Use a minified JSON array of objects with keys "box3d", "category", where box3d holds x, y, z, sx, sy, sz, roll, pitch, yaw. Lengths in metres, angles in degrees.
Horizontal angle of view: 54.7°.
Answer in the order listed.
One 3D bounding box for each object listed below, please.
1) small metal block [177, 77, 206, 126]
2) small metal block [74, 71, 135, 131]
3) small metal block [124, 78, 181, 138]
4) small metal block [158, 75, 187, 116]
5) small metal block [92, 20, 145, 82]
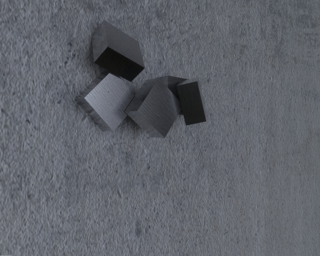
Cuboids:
[{"box3d":[0.041,-0.035,0.394,0.050,0.025,0.050,-60,137,-73],"category":"small metal block"},{"box3d":[-0.060,-0.031,0.357,0.050,0.025,0.050,-52,121,-27],"category":"small metal block"},{"box3d":[-0.006,-0.023,0.369,0.050,0.025,0.050,45,63,-31],"category":"small metal block"},{"box3d":[0.021,-0.042,0.426,0.050,0.025,0.050,2,89,-40],"category":"small metal block"},{"box3d":[-0.048,-0.087,0.352,0.050,0.025,0.050,24,38,-38],"category":"small metal block"}]
